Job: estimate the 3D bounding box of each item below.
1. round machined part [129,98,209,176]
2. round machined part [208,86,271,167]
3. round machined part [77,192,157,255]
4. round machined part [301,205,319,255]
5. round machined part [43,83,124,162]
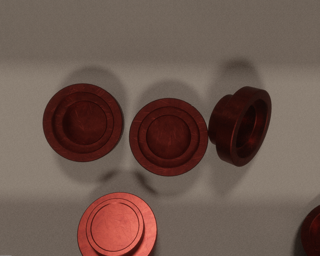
[{"bbox_3d":[0.011,0.011,0.403,0.099,0.042,0.097,0,90,-1],"label":"round machined part"},{"bbox_3d":[0.096,-0.005,0.386,0.042,0.098,0.098,22,90,38],"label":"round machined part"},{"bbox_3d":[-0.052,0.126,0.381,0.099,0.042,0.098,0,59,0],"label":"round machined part"},{"bbox_3d":[0.234,0.143,0.386,0.098,0.098,0.042,-41,122,0],"label":"round machined part"},{"bbox_3d":[-0.095,-0.007,0.402,0.099,0.042,0.097,0,90,-1],"label":"round machined part"}]
